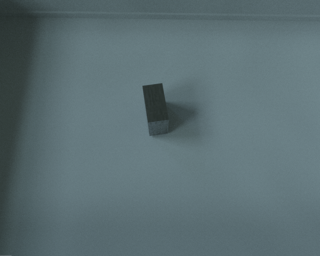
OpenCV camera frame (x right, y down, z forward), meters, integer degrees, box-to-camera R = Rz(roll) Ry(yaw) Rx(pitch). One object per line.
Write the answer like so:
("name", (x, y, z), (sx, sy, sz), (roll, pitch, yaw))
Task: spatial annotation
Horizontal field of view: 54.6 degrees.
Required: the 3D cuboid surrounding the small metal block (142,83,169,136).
("small metal block", (-0.006, -0.023, 0.401), (0.025, 0.050, 0.050), (-8, 70, -3))
